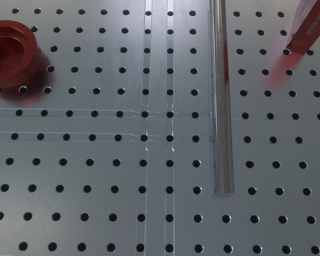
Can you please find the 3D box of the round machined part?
[{"bbox_3d":[-0.217,-0.099,0.437,0.099,0.042,0.098,0,70,0],"label":"round machined part"}]

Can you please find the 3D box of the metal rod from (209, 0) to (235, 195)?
[{"bbox_3d":[0.084,-0.058,0.433,0.025,0.025,0.299,2,70,1],"label":"metal rod"}]

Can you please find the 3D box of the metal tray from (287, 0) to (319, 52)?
[{"bbox_3d":[0.222,-0.178,0.422,0.030,0.130,0.090,20,71,7],"label":"metal tray"}]
